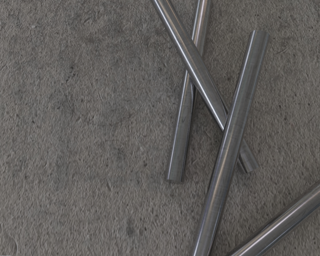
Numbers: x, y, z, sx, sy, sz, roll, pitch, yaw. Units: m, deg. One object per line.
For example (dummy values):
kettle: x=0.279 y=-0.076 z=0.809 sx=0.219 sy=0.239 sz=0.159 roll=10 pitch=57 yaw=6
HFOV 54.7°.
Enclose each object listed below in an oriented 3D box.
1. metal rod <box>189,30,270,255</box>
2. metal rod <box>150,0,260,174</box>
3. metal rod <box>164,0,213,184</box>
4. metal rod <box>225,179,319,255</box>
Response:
metal rod: x=0.082 y=0.026 z=0.368 sx=0.025 sy=0.025 sz=0.299 roll=16 pitch=82 yaw=6
metal rod: x=0.048 y=-0.080 z=0.409 sx=0.025 sy=0.025 sz=0.299 roll=-25 pitch=83 yaw=-9
metal rod: x=0.044 y=-0.071 z=0.434 sx=0.025 sy=0.025 sz=0.299 roll=10 pitch=70 yaw=3
metal rod: x=0.157 y=0.100 z=0.360 sx=0.302 sy=0.025 sz=0.025 roll=-32 pitch=73 yaw=-16
